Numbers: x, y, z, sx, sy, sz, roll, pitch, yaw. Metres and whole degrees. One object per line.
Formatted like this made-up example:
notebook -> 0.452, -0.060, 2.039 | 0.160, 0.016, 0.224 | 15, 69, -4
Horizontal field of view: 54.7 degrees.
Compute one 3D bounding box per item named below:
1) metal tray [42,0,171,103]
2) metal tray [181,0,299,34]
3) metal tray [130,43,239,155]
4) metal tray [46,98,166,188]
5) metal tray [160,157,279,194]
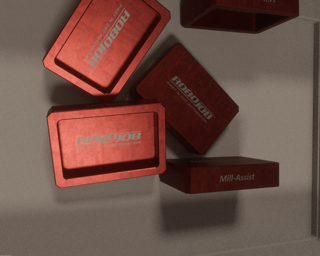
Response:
metal tray -> -0.061, -0.104, 0.357 | 0.090, 0.030, 0.130 | 32, 100, -26
metal tray -> 0.105, -0.158, 0.415 | 0.131, 0.090, 0.030 | -2, 91, -20
metal tray -> 0.036, -0.038, 0.422 | 0.130, 0.030, 0.090 | 44, 76, -15
metal tray -> -0.060, 0.016, 0.367 | 0.131, 0.030, 0.089 | -6, 108, -15
metal tray -> 0.075, 0.058, 0.405 | 0.131, 0.090, 0.030 | 0, 90, -20
